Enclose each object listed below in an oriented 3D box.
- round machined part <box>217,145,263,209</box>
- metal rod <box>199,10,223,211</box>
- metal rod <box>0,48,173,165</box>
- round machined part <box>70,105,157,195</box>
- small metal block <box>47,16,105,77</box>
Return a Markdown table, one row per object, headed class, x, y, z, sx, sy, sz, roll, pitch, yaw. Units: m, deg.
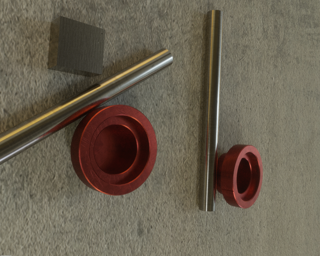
| class | x | y | z | sx | sy | sz | roll | pitch | yaw |
| --- | --- | --- | --- | --- | --- | --- | --- | --- | --- |
| round machined part | 0.121 | 0.074 | 0.490 | 0.099 | 0.042 | 0.097 | -2 | 92 | -47 |
| metal rod | 0.077 | -0.027 | 0.469 | 0.025 | 0.025 | 0.298 | 4 | 87 | -40 |
| metal rod | -0.093 | -0.019 | 0.326 | 0.302 | 0.025 | 0.025 | -36 | 113 | -34 |
| round machined part | -0.054 | 0.023 | 0.348 | 0.099 | 0.042 | 0.097 | 0 | 90 | -40 |
| small metal block | -0.089 | -0.084 | 0.330 | 0.050 | 0.025 | 0.050 | 5 | 87 | -40 |
